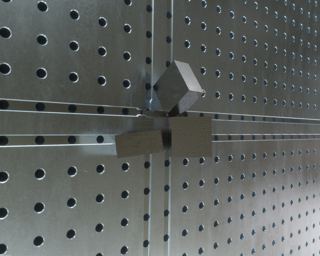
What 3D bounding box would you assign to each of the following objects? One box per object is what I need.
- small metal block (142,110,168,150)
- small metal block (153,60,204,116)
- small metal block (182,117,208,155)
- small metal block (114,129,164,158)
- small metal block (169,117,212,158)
[{"bbox_3d":[0.004,0.003,0.411,0.050,0.025,0.050,3,88,-40],"label":"small metal block"},{"bbox_3d":[0.022,-0.049,0.397,0.025,0.050,0.050,4,52,-39],"label":"small metal block"},{"bbox_3d":[0.050,0.012,0.436,0.050,0.025,0.050,7,85,-71],"label":"small metal block"},{"bbox_3d":[-0.024,0.017,0.358,0.050,0.050,0.025,-7,89,-5],"label":"small metal block"},{"bbox_3d":[0.038,0.011,0.392,0.050,0.025,0.050,0,90,-7],"label":"small metal block"}]
